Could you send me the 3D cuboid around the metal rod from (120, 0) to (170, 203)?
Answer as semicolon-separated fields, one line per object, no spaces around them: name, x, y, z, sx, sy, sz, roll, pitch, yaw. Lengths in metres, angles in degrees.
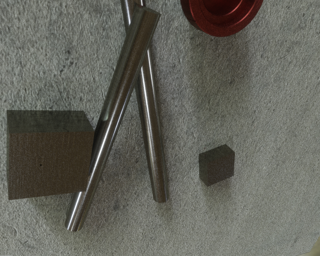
metal rod;-0.013;-0.017;0.390;0.025;0.025;0.298;-20;126;-17

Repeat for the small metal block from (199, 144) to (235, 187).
small metal block;0.091;0.060;0.496;0.050;0.025;0.050;-19;126;-18

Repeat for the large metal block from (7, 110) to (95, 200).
large metal block;-0.123;0.027;0.341;0.081;0.050;0.079;-1;119;-28

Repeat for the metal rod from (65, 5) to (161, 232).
metal rod;-0.065;0.010;0.361;0.025;0.025;0.298;6;121;-32

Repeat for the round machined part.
round machined part;0.064;-0.153;0.338;0.099;0.042;0.097;-14;125;-21
